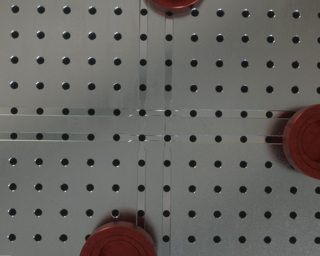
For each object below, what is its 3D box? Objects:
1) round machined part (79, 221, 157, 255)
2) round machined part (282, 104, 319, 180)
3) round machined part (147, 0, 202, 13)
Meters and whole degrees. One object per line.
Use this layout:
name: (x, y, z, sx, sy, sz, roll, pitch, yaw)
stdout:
round machined part: (-0.052, 0.170, 0.404, 0.099, 0.042, 0.097, 0, 90, -1)
round machined part: (0.210, 0.017, 0.408, 0.099, 0.042, 0.097, 0, 90, -1)
round machined part: (0.020, -0.206, 0.405, 0.099, 0.042, 0.097, 0, 90, -1)
